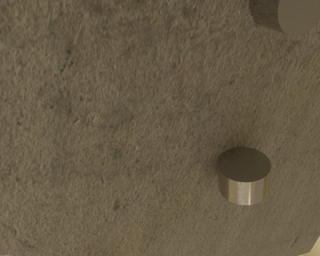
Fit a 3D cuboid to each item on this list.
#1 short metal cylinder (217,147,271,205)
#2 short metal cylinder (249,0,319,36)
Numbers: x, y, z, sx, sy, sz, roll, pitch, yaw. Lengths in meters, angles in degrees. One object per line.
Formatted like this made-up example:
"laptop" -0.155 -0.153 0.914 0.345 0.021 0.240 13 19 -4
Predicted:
"short metal cylinder" 0.133 0.075 0.493 0.081 0.080 0.050 -21 127 -16
"short metal cylinder" 0.159 -0.159 0.381 0.081 0.050 0.079 -14 125 -21
